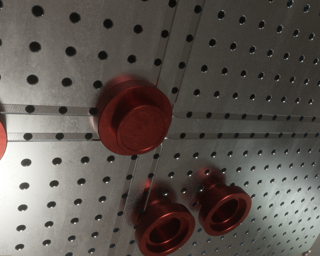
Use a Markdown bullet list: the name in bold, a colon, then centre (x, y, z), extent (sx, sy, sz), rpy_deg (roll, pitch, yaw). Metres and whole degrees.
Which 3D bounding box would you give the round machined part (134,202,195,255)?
- **round machined part**: centre (0.004, 0.159, 0.503), extent (0.099, 0.042, 0.097), rpy_deg (-14, 125, -21)

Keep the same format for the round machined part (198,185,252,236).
- **round machined part**: centre (0.110, 0.141, 0.550), extent (0.099, 0.042, 0.097), rpy_deg (-14, 125, -21)

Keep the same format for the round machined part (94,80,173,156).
- **round machined part**: centre (-0.028, -0.006, 0.383), extent (0.099, 0.042, 0.097), rpy_deg (-14, 125, -21)

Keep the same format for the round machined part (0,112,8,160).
- **round machined part**: centre (-0.202, 0.014, 0.299), extent (0.099, 0.042, 0.097), rpy_deg (-14, 125, -21)
